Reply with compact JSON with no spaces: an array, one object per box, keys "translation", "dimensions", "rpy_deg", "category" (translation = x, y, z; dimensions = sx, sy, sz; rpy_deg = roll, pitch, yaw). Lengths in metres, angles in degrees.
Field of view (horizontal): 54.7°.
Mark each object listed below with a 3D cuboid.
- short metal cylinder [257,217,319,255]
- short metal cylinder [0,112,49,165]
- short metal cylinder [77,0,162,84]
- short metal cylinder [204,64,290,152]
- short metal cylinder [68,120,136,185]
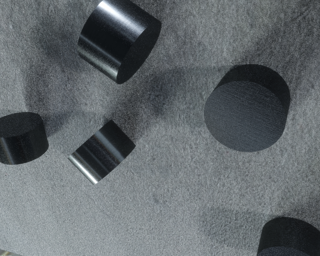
[{"translation":[0.170,0.164,0.402],"dimensions":[0.080,0.050,0.079],"rpy_deg":[13,124,20],"category":"short metal cylinder"},{"translation":[-0.226,0.015,0.497],"dimensions":[0.080,0.080,0.050],"rpy_deg":[11,123,22],"category":"short metal cylinder"},{"translation":[-0.042,-0.094,0.334],"dimensions":[0.050,0.080,0.079],"rpy_deg":[36,129,4],"category":"short metal cylinder"},{"translation":[0.093,-0.021,0.328],"dimensions":[0.080,0.050,0.079],"rpy_deg":[13,124,20],"category":"short metal cylinder"},{"translation":[-0.081,0.033,0.432],"dimensions":[0.050,0.080,0.080],"rpy_deg":[48,129,-6],"category":"short metal cylinder"}]
